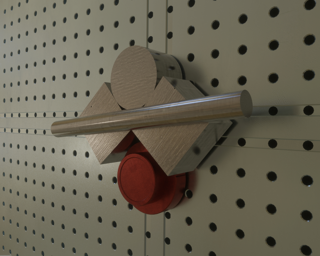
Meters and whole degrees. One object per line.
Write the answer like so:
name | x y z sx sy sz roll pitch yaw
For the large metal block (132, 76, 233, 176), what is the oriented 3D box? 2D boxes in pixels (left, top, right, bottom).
large metal block | 0.023 -0.003 0.366 0.080 0.050 0.080 50 120 28

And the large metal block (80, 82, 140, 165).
large metal block | -0.063 -0.006 0.439 0.080 0.050 0.080 -47 64 29

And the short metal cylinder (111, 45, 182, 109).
short metal cylinder | -0.018 -0.062 0.403 0.080 0.050 0.079 0 90 40

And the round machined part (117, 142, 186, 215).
round machined part | -0.018 0.065 0.408 0.098 0.042 0.097 0 90 40

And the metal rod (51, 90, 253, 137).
metal rod | -0.038 -0.010 0.368 0.300 0.025 0.025 -6 86 40
